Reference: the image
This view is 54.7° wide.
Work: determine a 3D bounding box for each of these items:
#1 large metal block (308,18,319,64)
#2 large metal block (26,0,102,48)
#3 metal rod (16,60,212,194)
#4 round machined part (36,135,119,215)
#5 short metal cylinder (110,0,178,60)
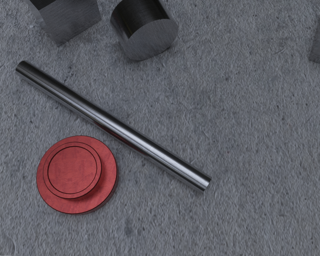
[{"bbox_3d":[0.273,-0.131,0.446,0.080,0.050,0.080,20,71,7],"label":"large metal block"},{"bbox_3d":[-0.138,-0.176,0.441,0.080,0.080,0.050,-38,75,-13],"label":"large metal block"},{"bbox_3d":[-0.068,-0.006,0.409,0.301,0.025,0.025,32,73,10],"label":"metal rod"},{"bbox_3d":[-0.102,0.055,0.378,0.099,0.042,0.098,0,70,-1],"label":"round machined part"},{"bbox_3d":[-0.022,-0.140,0.430,0.080,0.080,0.050,-25,72,-9],"label":"short metal cylinder"}]
